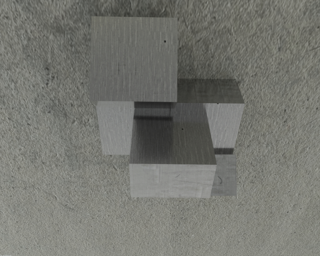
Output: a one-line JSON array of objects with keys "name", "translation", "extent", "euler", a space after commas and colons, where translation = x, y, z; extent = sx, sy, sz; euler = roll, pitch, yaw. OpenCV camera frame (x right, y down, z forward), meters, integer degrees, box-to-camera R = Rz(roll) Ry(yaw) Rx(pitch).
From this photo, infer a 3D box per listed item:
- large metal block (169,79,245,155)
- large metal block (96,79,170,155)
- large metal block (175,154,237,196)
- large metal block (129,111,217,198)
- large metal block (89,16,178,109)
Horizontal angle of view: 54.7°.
[{"name": "large metal block", "translation": [0.051, -0.013, 0.380], "extent": [0.081, 0.050, 0.079], "euler": [1, 130, -1]}, {"name": "large metal block", "translation": [-0.030, -0.013, 0.379], "extent": [0.081, 0.050, 0.079], "euler": [1, 130, -1]}, {"name": "large metal block", "translation": [0.052, 0.060, 0.416], "extent": [0.081, 0.080, 0.050], "euler": [0, 86, -1]}, {"name": "large metal block", "translation": [0.011, 0.026, 0.330], "extent": [0.081, 0.080, 0.050], "euler": [1, 130, -1]}, {"name": "large metal block", "translation": [-0.024, -0.063, 0.311], "extent": [0.081, 0.050, 0.080], "euler": [1, 86, -1]}]
